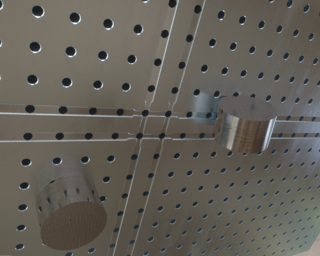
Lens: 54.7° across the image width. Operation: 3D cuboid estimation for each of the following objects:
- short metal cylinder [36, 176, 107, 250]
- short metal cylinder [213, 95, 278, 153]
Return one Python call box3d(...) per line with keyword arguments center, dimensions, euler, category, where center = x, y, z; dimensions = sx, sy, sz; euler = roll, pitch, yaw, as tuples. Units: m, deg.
box3d(center=(-0.115, 0.110, 0.401), dimensions=(0.081, 0.050, 0.079), euler=(-14, 125, -21), category="short metal cylinder")
box3d(center=(0.119, -0.007, 0.438), dimensions=(0.081, 0.080, 0.050), euler=(-9, 123, -24), category="short metal cylinder")
